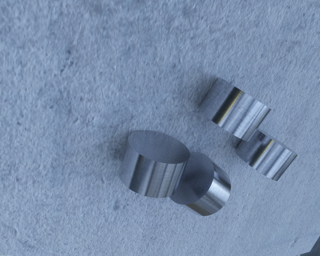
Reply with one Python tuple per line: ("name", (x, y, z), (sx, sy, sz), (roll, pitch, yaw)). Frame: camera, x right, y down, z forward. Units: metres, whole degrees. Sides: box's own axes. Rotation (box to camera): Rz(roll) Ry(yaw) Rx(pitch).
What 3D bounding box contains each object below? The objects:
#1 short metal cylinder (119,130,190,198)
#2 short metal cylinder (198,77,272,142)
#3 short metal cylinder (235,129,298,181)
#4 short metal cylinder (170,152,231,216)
("short metal cylinder", (-0.008, 0.044, 0.396), (0.081, 0.080, 0.050), (3, 117, -30))
("short metal cylinder", (0.099, -0.025, 0.412), (0.080, 0.080, 0.050), (22, 106, -37))
("short metal cylinder", (0.167, 0.039, 0.489), (0.080, 0.080, 0.050), (23, 106, -37))
("short metal cylinder", (0.056, 0.082, 0.455), (0.080, 0.080, 0.050), (-47, 130, 4))
